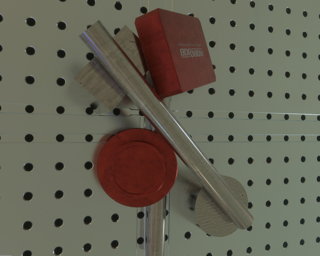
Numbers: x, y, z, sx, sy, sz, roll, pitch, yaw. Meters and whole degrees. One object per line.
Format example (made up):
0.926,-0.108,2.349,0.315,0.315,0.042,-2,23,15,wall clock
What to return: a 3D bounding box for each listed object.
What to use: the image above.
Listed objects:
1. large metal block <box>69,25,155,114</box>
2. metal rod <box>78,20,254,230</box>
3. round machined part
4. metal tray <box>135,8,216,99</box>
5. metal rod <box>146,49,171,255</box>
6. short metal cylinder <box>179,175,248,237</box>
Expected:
-0.058,-0.064,0.363,0.050,0.080,0.080,43,76,-15,large metal block
0.021,0.013,0.346,0.025,0.025,0.300,-45,112,-14,metal rod
-0.027,0.049,0.378,0.099,0.042,0.097,0,90,-3,round machined part
0.026,-0.090,0.378,0.131,0.030,0.089,-27,102,-61,metal tray
-0.001,0.020,0.413,0.025,0.025,0.298,3,89,-20,metal rod
0.073,0.102,0.428,0.081,0.050,0.079,0,90,-21,short metal cylinder
